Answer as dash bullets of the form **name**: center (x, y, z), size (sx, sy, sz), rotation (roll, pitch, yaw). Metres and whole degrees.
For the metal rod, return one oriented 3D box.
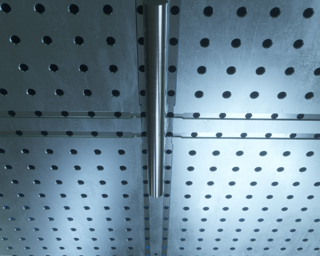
- **metal rod**: center (-0.006, -0.011, 0.402), size (0.025, 0.025, 0.298), rotation (0, 130, 0)
